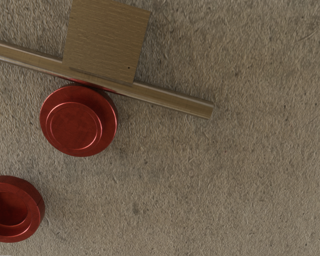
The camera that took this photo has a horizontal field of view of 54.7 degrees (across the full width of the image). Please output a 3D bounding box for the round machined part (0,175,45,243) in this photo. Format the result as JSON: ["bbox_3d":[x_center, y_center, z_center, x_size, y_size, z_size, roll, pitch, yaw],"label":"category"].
[{"bbox_3d":[-0.212,0.109,0.439,0.099,0.042,0.097,0,110,0],"label":"round machined part"}]

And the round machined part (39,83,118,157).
[{"bbox_3d":[-0.105,-0.006,0.397,0.099,0.042,0.097,0,110,0],"label":"round machined part"}]

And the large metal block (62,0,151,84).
[{"bbox_3d":[-0.059,-0.105,0.357,0.080,0.050,0.079,14,109,-6],"label":"large metal block"}]

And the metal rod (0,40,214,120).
[{"bbox_3d":[-0.080,-0.062,0.385,0.302,0.025,0.025,15,109,-6],"label":"metal rod"}]
